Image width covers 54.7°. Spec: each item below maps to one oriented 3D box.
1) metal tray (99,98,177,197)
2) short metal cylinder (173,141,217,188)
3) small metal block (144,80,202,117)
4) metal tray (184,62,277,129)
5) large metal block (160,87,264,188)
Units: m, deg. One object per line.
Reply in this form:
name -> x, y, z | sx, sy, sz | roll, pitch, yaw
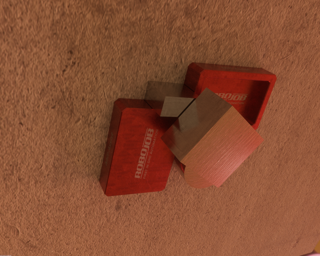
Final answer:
metal tray -> -0.024, 0.027, 0.410 | 0.091, 0.030, 0.129 | 1, 118, -29
short metal cylinder -> 0.059, 0.040, 0.449 | 0.081, 0.050, 0.079 | -13, 124, -20
small metal block -> 0.015, -0.036, 0.378 | 0.050, 0.050, 0.025 | 1, 118, -29
metal tray -> 0.092, -0.040, 0.431 | 0.131, 0.030, 0.089 | -2, 119, -28
large metal block -> 0.063, 0.013, 0.368 | 0.080, 0.050, 0.080 | -48, 129, 6
